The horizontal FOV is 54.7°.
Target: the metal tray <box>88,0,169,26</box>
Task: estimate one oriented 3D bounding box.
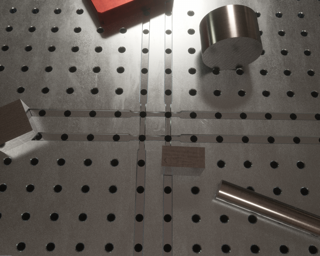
[{"bbox_3d":[-0.053,-0.226,0.491,0.131,0.030,0.090,-26,72,-10],"label":"metal tray"}]

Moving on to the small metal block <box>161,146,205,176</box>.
[{"bbox_3d":[0.027,0.042,0.384,0.050,0.050,0.025,2,70,0],"label":"small metal block"}]

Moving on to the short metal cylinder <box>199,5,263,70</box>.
[{"bbox_3d":[0.097,-0.123,0.429,0.081,0.080,0.050,-2,70,-1],"label":"short metal cylinder"}]

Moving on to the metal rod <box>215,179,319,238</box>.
[{"bbox_3d":[0.214,0.127,0.367,0.301,0.025,0.025,20,71,6],"label":"metal rod"}]

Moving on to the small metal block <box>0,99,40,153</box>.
[{"bbox_3d":[-0.196,-0.003,0.410,0.050,0.025,0.050,-26,72,-10],"label":"small metal block"}]
